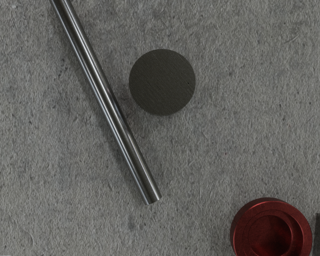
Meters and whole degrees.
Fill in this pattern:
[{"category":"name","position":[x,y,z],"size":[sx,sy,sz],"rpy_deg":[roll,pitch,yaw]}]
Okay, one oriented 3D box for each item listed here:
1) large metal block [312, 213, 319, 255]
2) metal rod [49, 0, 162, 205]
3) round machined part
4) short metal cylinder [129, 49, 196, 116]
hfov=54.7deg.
[{"category":"large metal block","position":[0.252,0.160,0.401],"size":[0.081,0.050,0.079],"rpy_deg":[6,90,-1]},{"category":"metal rod","position":[-0.072,-0.039,0.408],"size":[0.025,0.025,0.299],"rpy_deg":[-25,90,0]},{"category":"round machined part","position":[0.140,0.139,0.404],"size":[0.099,0.042,0.097],"rpy_deg":[0,90,-1]},{"category":"short metal cylinder","position":[0.003,-0.056,0.398],"size":[0.081,0.050,0.079],"rpy_deg":[0,90,-1]}]
